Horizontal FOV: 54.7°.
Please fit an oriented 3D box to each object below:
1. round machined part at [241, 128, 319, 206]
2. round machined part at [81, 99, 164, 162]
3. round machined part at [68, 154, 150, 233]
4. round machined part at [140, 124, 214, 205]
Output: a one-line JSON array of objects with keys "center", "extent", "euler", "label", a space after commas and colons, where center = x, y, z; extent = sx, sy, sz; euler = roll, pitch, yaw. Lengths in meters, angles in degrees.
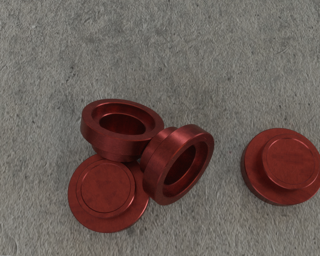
[{"center": [0.154, 0.045, 0.383], "extent": [0.099, 0.042, 0.098], "euler": [0, 70, 0], "label": "round machined part"}, {"center": [-0.047, 0.005, 0.379], "extent": [0.099, 0.042, 0.098], "euler": [11, 29, -6], "label": "round machined part"}, {"center": [-0.062, 0.075, 0.371], "extent": [0.099, 0.042, 0.098], "euler": [0, 70, 0], "label": "round machined part"}, {"center": [0.016, 0.037, 0.359], "extent": [0.042, 0.098, 0.098], "euler": [35, 73, 32], "label": "round machined part"}]
